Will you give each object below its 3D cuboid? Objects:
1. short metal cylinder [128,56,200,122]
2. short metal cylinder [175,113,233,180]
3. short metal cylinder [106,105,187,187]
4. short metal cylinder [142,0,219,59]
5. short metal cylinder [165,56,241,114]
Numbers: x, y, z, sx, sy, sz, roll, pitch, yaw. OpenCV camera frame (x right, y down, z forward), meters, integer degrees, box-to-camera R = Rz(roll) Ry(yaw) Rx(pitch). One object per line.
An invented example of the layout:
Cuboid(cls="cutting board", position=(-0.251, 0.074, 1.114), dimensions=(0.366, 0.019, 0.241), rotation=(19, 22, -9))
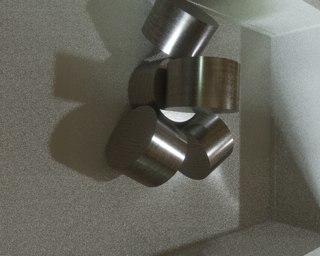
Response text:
Cuboid(cls="short metal cylinder", position=(0.007, -0.047, 0.393), dimensions=(0.081, 0.050, 0.080), rotation=(0, 90, -40))
Cuboid(cls="short metal cylinder", position=(0.049, 0.021, 0.409), dimensions=(0.050, 0.080, 0.080), rotation=(-35, 112, -34))
Cuboid(cls="short metal cylinder", position=(-0.016, 0.021, 0.355), dimensions=(0.050, 0.080, 0.080), rotation=(36, 68, -34))
Cuboid(cls="short metal cylinder", position=(0.025, -0.124, 0.381), dimensions=(0.081, 0.080, 0.050), rotation=(5, 130, -40))
Cuboid(cls="short metal cylinder", position=(0.047, -0.044, 0.342), dimensions=(0.081, 0.080, 0.050), rotation=(4, 88, -40))
